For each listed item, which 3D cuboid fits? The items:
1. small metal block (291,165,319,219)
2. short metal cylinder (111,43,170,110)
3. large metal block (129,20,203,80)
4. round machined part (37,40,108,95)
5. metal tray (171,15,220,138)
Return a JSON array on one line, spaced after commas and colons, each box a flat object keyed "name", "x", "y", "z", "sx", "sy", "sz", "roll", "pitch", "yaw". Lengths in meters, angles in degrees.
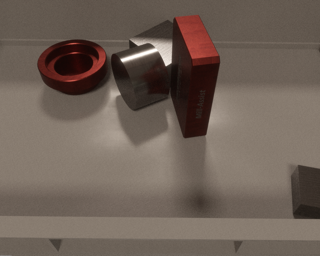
[{"name": "small metal block", "x": 0.178, "y": 0.073, "z": 0.346, "sx": 0.050, "sy": 0.025, "sz": 0.050, "roll": 10, "pitch": 51, "yaw": 8}, {"name": "short metal cylinder", "x": -0.028, "y": -0.071, "z": 0.429, "sx": 0.050, "sy": 0.080, "sz": 0.080, "roll": -23, "pitch": 54, "yaw": -18}, {"name": "large metal block", "x": 0.010, "y": -0.115, "z": 0.483, "sx": 0.080, "sy": 0.050, "sz": 0.080, "roll": -35, "pitch": 61, "yaw": -26}, {"name": "round machined part", "x": -0.128, "y": -0.087, "z": 0.466, "sx": 0.099, "sy": 0.042, "sz": 0.098, "roll": 0, "pitch": 50, "yaw": 0}, {"name": "metal tray", "x": 0.039, "y": -0.060, "z": 0.388, "sx": 0.030, "sy": 0.129, "sz": 0.090, "roll": -8, "pitch": 51, "yaw": -7}]
